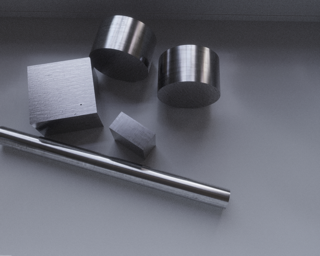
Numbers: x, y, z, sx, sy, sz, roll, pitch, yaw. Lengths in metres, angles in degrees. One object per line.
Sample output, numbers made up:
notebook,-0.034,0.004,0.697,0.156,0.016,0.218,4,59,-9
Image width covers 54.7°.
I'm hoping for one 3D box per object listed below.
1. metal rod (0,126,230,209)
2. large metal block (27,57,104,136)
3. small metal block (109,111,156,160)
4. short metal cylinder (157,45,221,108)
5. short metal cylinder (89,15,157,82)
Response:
metal rod,-0.063,0.048,0.391,0.302,0.025,0.025,15,71,5
large metal block,-0.123,-0.040,0.410,0.081,0.050,0.080,-10,70,-4
small metal block,-0.033,0.011,0.392,0.050,0.050,0.025,33,73,11
short metal cylinder,0.037,-0.064,0.404,0.081,0.080,0.050,2,70,0
short metal cylinder,-0.049,-0.104,0.418,0.080,0.080,0.050,12,71,4
